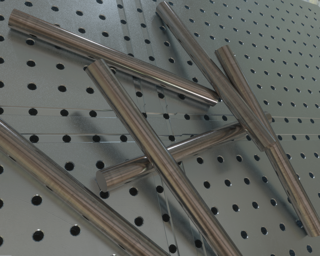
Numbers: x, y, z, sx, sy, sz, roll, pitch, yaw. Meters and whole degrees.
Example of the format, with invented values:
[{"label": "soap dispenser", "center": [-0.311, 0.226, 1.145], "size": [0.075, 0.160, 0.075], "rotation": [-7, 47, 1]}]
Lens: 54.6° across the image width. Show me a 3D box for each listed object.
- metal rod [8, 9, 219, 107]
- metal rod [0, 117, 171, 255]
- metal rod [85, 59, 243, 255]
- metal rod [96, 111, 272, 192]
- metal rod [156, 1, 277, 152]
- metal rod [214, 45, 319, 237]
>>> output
[{"label": "metal rod", "center": [-0.051, -0.092, 0.436], "size": [0.302, 0.025, 0.025], "rotation": [19, 54, -17]}, {"label": "metal rod", "center": [-0.091, 0.066, 0.319], "size": [0.300, 0.025, 0.025], "rotation": [39, 51, -2]}, {"label": "metal rod", "center": [0.012, 0.051, 0.354], "size": [0.025, 0.025, 0.299], "rotation": [-36, 91, -38]}, {"label": "metal rod", "center": [0.055, 0.021, 0.423], "size": [0.302, 0.025, 0.025], "rotation": [-17, 71, -35]}, {"label": "metal rod", "center": [0.075, -0.092, 0.478], "size": [0.025, 0.025, 0.299], "rotation": [-14, 61, -34]}, {"label": "metal rod", "center": [0.158, 0.014, 0.456], "size": [0.025, 0.025, 0.299], "rotation": [-20, 81, -35]}]
